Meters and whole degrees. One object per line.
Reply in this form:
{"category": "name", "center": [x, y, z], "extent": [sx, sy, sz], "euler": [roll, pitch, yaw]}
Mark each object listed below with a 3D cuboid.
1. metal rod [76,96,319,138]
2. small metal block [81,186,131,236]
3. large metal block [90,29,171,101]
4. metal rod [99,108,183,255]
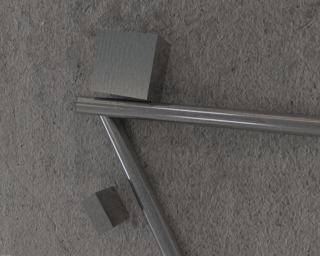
{"category": "metal rod", "center": [0.040, -0.016, 0.380], "extent": [0.301, 0.025, 0.025], "euler": [6, 92, 14]}
{"category": "small metal block", "center": [-0.073, 0.111, 0.421], "extent": [0.025, 0.050, 0.050], "euler": [-34, 79, 17]}
{"category": "large metal block", "center": [-0.038, -0.080, 0.409], "extent": [0.080, 0.050, 0.079], "euler": [11, 94, 19]}
{"category": "metal rod", "center": [-0.016, 0.098, 0.414], "extent": [0.025, 0.025, 0.299], "euler": [-29, 81, 18]}
